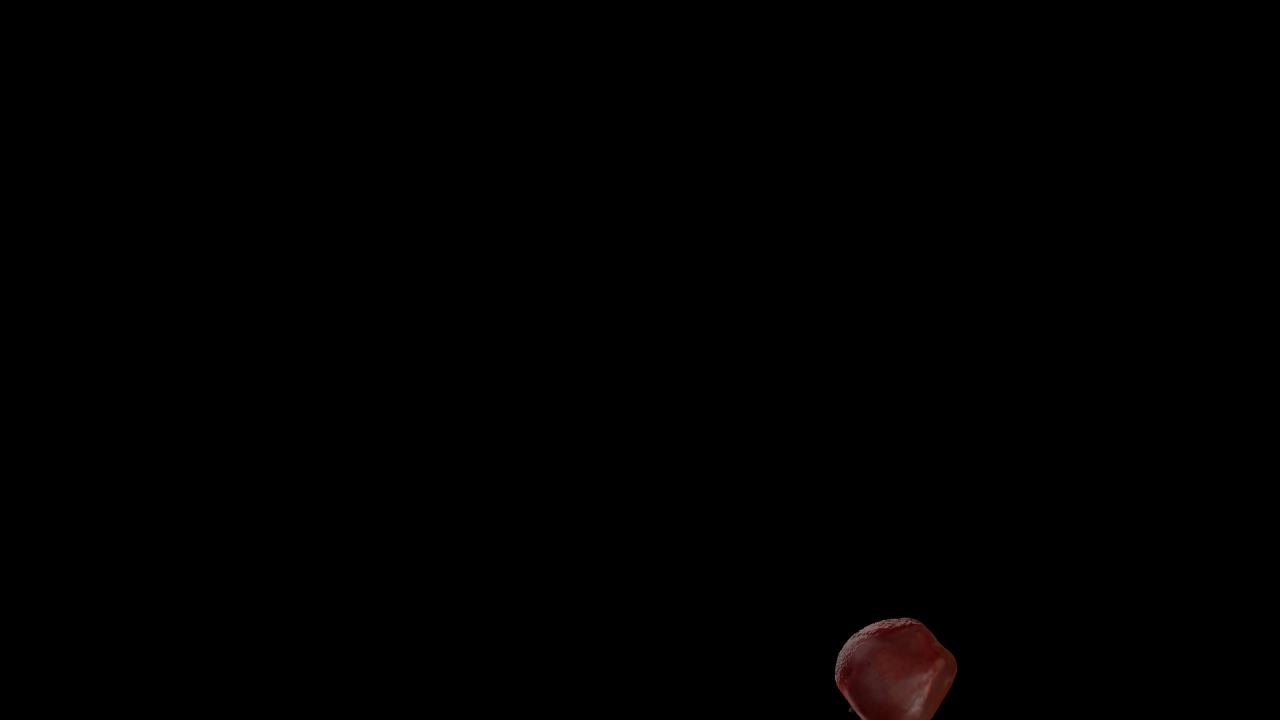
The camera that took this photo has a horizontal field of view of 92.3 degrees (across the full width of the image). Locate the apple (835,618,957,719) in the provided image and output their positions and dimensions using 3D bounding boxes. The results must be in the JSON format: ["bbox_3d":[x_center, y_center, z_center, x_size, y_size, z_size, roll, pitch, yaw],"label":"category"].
[{"bbox_3d":[0.202,0.252,0.494,0.093,0.079,0.079,-44,-2,2],"label":"apple"}]
